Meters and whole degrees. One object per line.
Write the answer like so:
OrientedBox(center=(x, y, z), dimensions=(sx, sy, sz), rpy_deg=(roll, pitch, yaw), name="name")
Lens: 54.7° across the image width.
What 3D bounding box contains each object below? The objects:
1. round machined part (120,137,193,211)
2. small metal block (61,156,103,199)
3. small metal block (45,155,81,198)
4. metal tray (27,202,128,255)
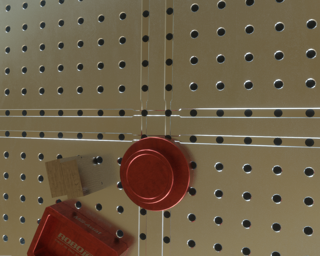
OrientedBox(center=(-0.009, 0.061, 0.406), dimensions=(0.098, 0.042, 0.097), rpy_deg=(0, 90, 19), name="round machined part")
OrientedBox(center=(-0.109, 0.068, 0.436), dimensions=(0.025, 0.050, 0.050), rpy_deg=(-14, 85, 19), name="small metal block")
OrientedBox(center=(-0.133, 0.068, 0.445), dimensions=(0.025, 0.050, 0.050), rpy_deg=(-15, 85, 19), name="small metal block")
OrientedBox(center=(-0.123, 0.179, 0.451), dimensions=(0.130, 0.030, 0.090), rpy_deg=(27, 99, 17), name="metal tray")
